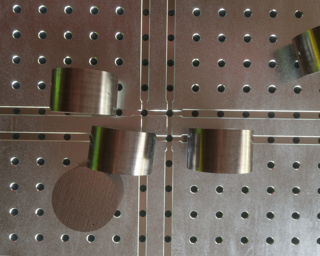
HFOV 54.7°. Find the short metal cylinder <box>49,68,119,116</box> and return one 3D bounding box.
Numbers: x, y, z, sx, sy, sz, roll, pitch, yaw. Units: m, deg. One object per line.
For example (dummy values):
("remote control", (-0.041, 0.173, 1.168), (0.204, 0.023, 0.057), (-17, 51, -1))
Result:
("short metal cylinder", (-0.093, -0.042, 0.385), (0.081, 0.080, 0.050), (4, 90, 0))

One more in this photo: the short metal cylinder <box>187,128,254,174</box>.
("short metal cylinder", (0.075, 0.026, 0.386), (0.081, 0.080, 0.050), (2, 90, 0))

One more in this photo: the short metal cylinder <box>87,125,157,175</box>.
("short metal cylinder", (-0.047, 0.027, 0.385), (0.080, 0.080, 0.050), (7, 90, 0))

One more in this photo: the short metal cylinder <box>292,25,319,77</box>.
("short metal cylinder", (0.214, -0.101, 0.387), (0.080, 0.080, 0.050), (-16, 90, 0))

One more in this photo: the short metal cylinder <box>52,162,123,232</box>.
("short metal cylinder", (-0.091, 0.086, 0.399), (0.080, 0.050, 0.079), (0, 91, 0))
